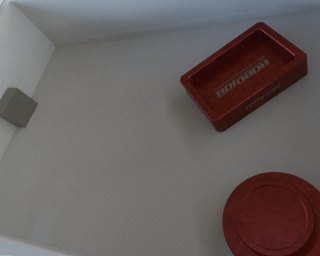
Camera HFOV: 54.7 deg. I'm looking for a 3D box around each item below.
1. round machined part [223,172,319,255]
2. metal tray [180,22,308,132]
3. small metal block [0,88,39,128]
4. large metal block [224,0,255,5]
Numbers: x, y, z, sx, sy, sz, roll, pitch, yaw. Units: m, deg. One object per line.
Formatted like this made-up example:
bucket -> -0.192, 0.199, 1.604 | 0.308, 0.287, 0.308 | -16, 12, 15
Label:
round machined part -> 0.106, 0.086, 0.286 | 0.098, 0.042, 0.098 | -13, 56, 20
metal tray -> 0.101, -0.066, 0.388 | 0.130, 0.030, 0.090 | -35, 51, 4
small metal block -> -0.249, -0.035, 0.539 | 0.025, 0.050, 0.050 | 4, 64, 30
large metal block -> 0.105, -0.233, 0.454 | 0.080, 0.050, 0.080 | 11, 58, 3
